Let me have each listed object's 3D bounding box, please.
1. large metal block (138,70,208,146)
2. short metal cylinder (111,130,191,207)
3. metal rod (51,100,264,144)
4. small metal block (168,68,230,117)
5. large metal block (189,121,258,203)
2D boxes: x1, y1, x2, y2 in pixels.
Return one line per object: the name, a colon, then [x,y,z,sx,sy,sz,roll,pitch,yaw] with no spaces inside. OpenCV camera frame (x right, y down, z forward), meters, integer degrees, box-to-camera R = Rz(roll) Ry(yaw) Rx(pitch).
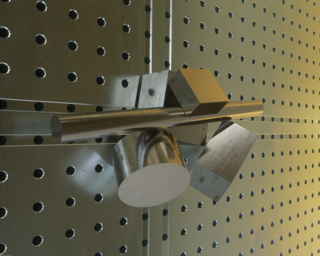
large metal block: [0.019,-0.022,0.404,0.081,0.050,0.080,14,81,-39]
short metal cylinder: [-0.011,0.046,0.352,0.080,0.080,0.050,25,32,-38]
metal rod: [0.027,-0.014,0.362,0.302,0.025,0.025,-7,95,-39]
small metal block: [0.045,-0.042,0.362,0.050,0.025,0.050,-8,60,-40]
large metal block: [0.085,0.046,0.432,0.080,0.050,0.080,-52,165,-27]
